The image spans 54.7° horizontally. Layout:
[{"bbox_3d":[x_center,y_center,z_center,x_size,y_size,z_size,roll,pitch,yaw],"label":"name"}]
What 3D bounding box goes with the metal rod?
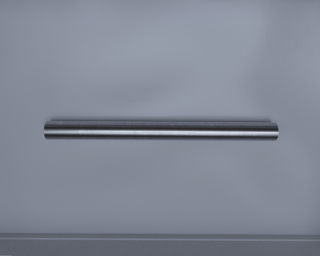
[{"bbox_3d":[0.002,0.004,0.411,0.302,0.025,0.025,0,110,-1],"label":"metal rod"}]
